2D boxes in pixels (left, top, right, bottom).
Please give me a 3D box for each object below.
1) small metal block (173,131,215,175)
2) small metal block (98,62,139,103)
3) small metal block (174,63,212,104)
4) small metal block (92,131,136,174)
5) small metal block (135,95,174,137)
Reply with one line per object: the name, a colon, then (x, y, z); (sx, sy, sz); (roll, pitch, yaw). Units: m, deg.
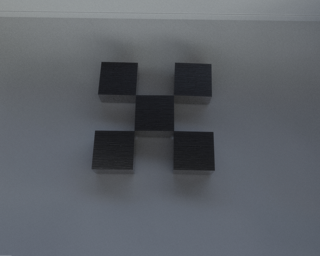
small metal block: (0.042, 0.032, 0.396); (0.050, 0.025, 0.050); (1, 70, 0)
small metal block: (-0.056, -0.063, 0.430); (0.050, 0.025, 0.050); (2, 70, 0)
small metal block: (0.045, -0.062, 0.430); (0.050, 0.025, 0.050); (2, 70, 1)
small metal block: (-0.057, 0.031, 0.396); (0.050, 0.025, 0.050); (1, 70, 0)
small metal block: (-0.007, -0.016, 0.413); (0.050, 0.025, 0.050); (1, 70, 0)
